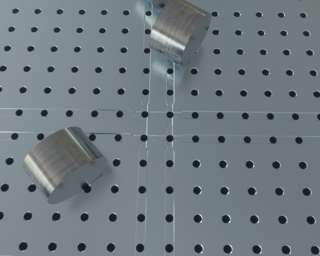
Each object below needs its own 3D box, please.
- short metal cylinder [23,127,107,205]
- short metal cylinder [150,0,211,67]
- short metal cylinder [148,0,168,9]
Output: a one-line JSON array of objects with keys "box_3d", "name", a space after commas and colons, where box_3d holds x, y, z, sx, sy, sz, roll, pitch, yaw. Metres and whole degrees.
[{"box_3d": [-0.110, 0.044, 0.366, 0.080, 0.080, 0.050, -39, 75, -13], "name": "short metal cylinder"}, {"box_3d": [0.029, -0.133, 0.431, 0.050, 0.080, 0.080, 32, 73, 11], "name": "short metal cylinder"}, {"box_3d": [0.003, -0.229, 0.466, 0.080, 0.080, 0.050, -38, 75, -13], "name": "short metal cylinder"}]
